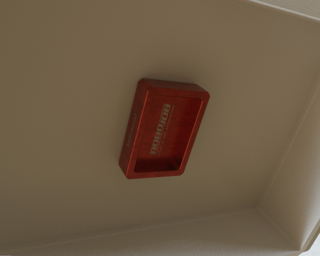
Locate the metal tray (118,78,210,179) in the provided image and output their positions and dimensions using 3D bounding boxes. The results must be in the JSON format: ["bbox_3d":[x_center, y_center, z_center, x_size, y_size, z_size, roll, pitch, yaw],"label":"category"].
[{"bbox_3d":[0.004,0.004,0.408,0.091,0.030,0.129,1,118,-30],"label":"metal tray"}]
